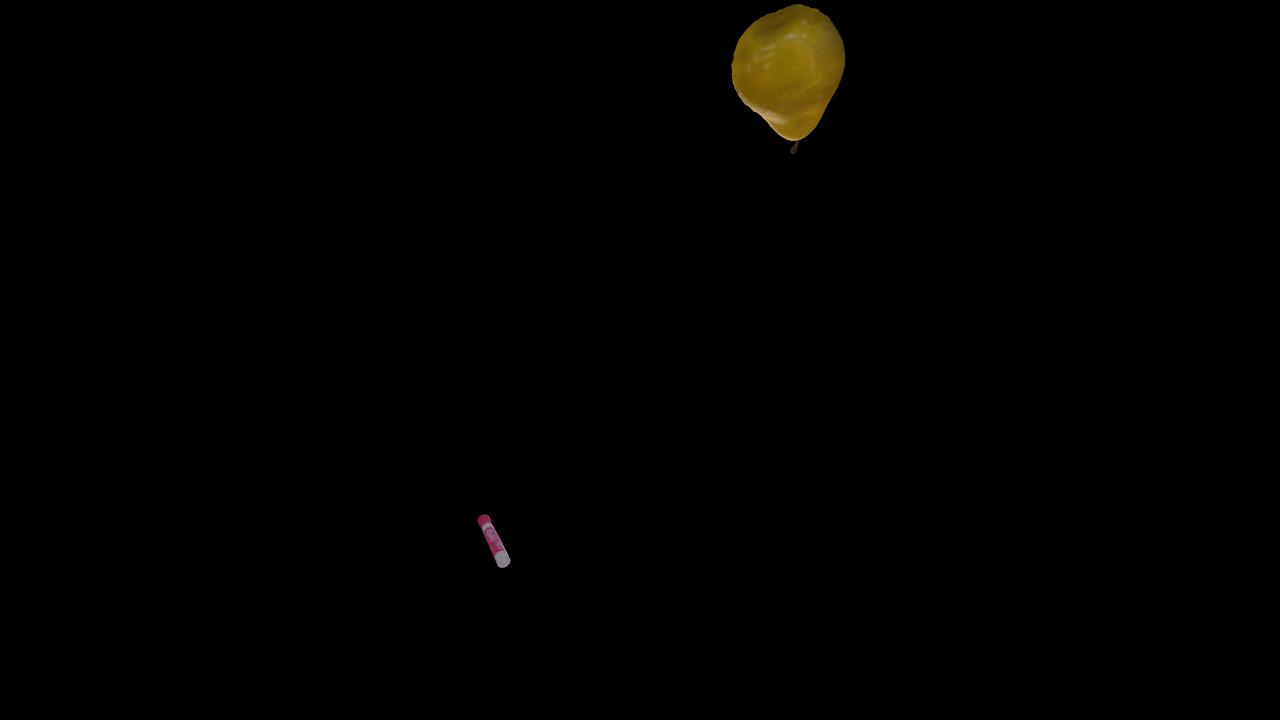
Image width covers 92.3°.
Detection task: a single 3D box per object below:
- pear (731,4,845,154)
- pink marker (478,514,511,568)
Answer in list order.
[{"bbox_3d":[0.117,-0.200,0.462,0.080,0.080,0.111,0,-35,35],"label":"pear"},{"bbox_3d":[-0.216,0.262,0.902,0.020,0.020,0.121,0,18,-29],"label":"pink marker"}]
